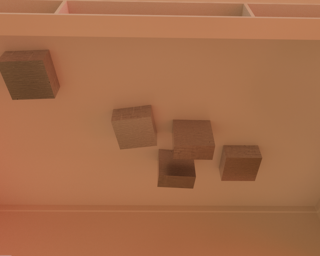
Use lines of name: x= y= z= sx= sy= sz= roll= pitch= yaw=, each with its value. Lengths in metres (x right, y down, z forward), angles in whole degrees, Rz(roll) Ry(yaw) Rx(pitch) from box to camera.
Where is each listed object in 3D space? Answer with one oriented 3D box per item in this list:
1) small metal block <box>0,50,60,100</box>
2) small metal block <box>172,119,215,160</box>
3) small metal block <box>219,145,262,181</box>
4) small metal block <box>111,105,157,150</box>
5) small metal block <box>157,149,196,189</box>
small metal block: x=-0.149 y=-0.061 z=0.356 sx=0.050 sy=0.025 sz=0.050 roll=-2 pitch=130 yaw=1
small metal block: x=0.042 y=0.015 z=0.405 sx=0.050 sy=0.050 sz=0.025 roll=1 pitch=130 yaw=-2
small metal block: x=0.117 y=0.052 z=0.454 sx=0.050 sy=0.025 sz=0.050 roll=0 pitch=130 yaw=-1
small metal block: x=-0.032 y=0.000 z=0.408 sx=0.050 sy=0.025 sz=0.050 roll=-7 pitch=130 yaw=5
small metal block: x=0.022 y=0.058 z=0.442 sx=0.050 sy=0.050 sz=0.025 roll=4 pitch=130 yaw=-3
